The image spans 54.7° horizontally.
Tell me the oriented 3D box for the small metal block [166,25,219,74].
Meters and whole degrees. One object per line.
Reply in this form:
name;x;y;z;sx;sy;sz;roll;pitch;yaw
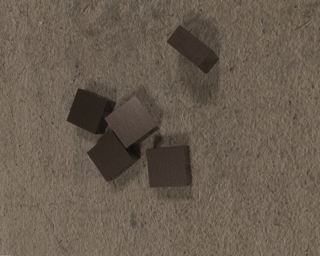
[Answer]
small metal block;0.042;-0.095;0.380;0.050;0.050;0.025;42;103;14

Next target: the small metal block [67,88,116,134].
small metal block;-0.098;-0.024;0.442;0.050;0.025;0.050;24;98;18

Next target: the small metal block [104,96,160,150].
small metal block;-0.037;-0.006;0.414;0.050;0.025;0.050;-37;78;-1

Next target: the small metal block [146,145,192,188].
small metal block;0.012;0.050;0.404;0.050;0.025;0.050;-6;88;19

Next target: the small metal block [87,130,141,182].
small metal block;-0.064;0.038;0.430;0.050;0.025;0.050;-41;78;15
